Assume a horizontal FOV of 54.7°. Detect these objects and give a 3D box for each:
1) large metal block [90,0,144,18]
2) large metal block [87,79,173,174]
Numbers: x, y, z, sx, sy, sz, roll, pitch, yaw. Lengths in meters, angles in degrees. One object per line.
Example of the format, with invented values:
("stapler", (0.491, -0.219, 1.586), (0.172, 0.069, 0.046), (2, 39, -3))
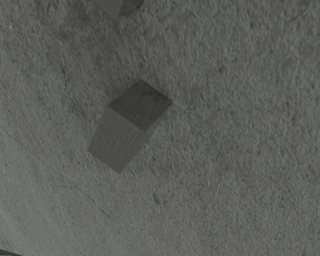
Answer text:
("large metal block", (-0.050, -0.172, 0.309), (0.080, 0.050, 0.079), (34, 129, 5))
("large metal block", (-0.037, -0.003, 0.387), (0.050, 0.080, 0.079), (36, 129, 4))
